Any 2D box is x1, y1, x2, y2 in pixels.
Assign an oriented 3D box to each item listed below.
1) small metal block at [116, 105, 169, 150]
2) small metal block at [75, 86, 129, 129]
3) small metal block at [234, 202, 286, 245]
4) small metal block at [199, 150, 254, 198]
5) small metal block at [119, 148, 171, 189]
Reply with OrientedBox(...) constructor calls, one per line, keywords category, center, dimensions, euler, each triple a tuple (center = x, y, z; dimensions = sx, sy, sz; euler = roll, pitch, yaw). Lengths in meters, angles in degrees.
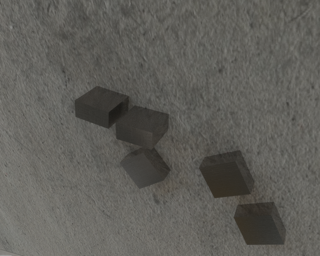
OrientedBox(category="small metal block", center=(-0.022, -0.002, 0.400), dimensions=(0.050, 0.050, 0.025), euler=(16, 125, 19))
OrientedBox(category="small metal block", center=(-0.076, -0.029, 0.411), dimensions=(0.050, 0.050, 0.025), euler=(19, 126, 16))
OrientedBox(category="small metal block", center=(0.134, 0.129, 0.415), dimensions=(0.050, 0.025, 0.050), euler=(-15, 111, 34))
OrientedBox(category="small metal block", center=(0.086, 0.060, 0.398), dimensions=(0.050, 0.025, 0.050), euler=(-16, 110, 34))
OrientedBox(category="small metal block", center=(-0.022, 0.056, 0.452), dimensions=(0.050, 0.025, 0.050), euler=(-27, 104, 37))
